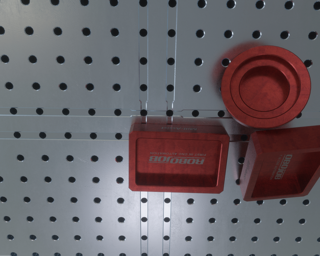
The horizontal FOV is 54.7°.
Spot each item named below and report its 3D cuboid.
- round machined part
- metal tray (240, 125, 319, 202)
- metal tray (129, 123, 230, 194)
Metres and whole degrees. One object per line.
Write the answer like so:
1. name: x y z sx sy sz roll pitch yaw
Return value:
1. round machined part: 0.125 -0.046 0.374 0.098 0.042 0.097 -2 82 14
2. metal tray: 0.156 0.050 0.395 0.091 0.030 0.129 -6 142 2
3. metal tray: 0.024 0.043 0.426 0.131 0.030 0.089 2 110 -1
